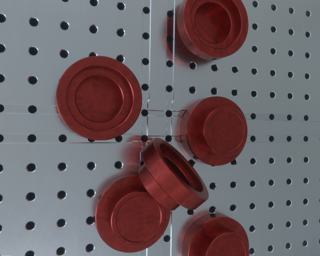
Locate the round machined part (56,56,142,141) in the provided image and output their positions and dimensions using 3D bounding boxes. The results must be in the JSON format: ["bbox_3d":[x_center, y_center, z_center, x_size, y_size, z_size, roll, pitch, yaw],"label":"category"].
[{"bbox_3d":[-0.075,-0.034,0.376,0.099,0.042,0.097,0,90,-20],"label":"round machined part"}]

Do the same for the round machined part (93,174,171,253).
[{"bbox_3d":[-0.032,0.109,0.392,0.099,0.042,0.097,0,90,-20],"label":"round machined part"}]

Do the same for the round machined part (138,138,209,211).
[{"bbox_3d":[0.012,0.062,0.384,0.042,0.098,0.098,-43,105,12],"label":"round machined part"}]

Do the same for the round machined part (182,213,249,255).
[{"bbox_3d":[0.084,0.174,0.435,0.099,0.042,0.097,0,90,-20],"label":"round machined part"}]

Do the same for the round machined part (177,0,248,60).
[{"bbox_3d":[0.069,-0.142,0.428,0.099,0.042,0.097,0,90,-20],"label":"round machined part"}]

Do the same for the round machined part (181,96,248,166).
[{"bbox_3d":[0.082,0.004,0.433,0.099,0.042,0.097,0,90,-20],"label":"round machined part"}]
